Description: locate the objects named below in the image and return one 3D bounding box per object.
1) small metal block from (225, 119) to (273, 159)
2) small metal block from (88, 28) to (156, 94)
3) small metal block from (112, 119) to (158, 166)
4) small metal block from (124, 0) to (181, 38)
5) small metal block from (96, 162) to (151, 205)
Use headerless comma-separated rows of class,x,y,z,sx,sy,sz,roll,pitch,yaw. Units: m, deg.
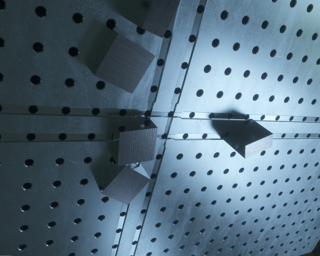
small metal block,0.136,0.015,0.478,0.050,0.050,0.025,-21,126,-16
small metal block,-0.042,-0.073,0.342,0.050,0.025,0.050,23,106,-37
small metal block,-0.034,0.018,0.403,0.050,0.025,0.050,-7,122,-25
small metal block,-0.007,-0.125,0.313,0.025,0.050,0.050,15,110,-34
small metal block,-0.050,0.073,0.428,0.050,0.025,0.050,-48,129,6
